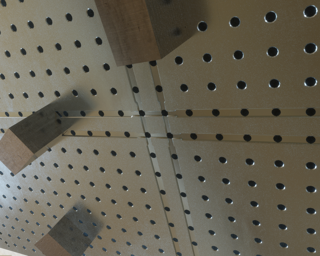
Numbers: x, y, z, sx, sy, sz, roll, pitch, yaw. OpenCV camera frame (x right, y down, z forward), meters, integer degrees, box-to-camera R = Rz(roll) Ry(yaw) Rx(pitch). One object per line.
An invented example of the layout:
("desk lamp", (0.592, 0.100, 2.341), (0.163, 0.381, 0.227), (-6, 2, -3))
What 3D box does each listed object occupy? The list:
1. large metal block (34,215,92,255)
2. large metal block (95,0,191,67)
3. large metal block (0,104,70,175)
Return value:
("large metal block", (-0.203, 0.241, 0.648), (0.080, 0.050, 0.080), (45, 129, -4))
("large metal block", (-0.015, -0.116, 0.311), (0.050, 0.080, 0.080), (-3, 117, 29))
("large metal block", (-0.204, 0.018, 0.492), (0.050, 0.080, 0.080), (48, 129, -6))
